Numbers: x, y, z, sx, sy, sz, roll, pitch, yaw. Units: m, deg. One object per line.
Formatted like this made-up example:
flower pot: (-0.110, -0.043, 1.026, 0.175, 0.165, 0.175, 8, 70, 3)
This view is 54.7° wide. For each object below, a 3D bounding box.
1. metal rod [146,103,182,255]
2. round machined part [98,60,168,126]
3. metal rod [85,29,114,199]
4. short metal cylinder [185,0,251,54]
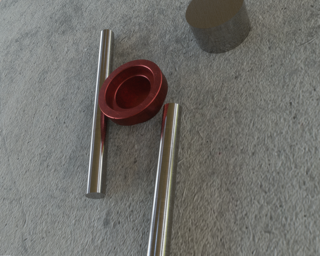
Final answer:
metal rod: (0.001, 0.104, 0.338, 0.025, 0.025, 0.299, -7, 58, 24)
round machined part: (-0.034, -0.045, 0.437, 0.098, 0.042, 0.098, -13, 56, 20)
metal rod: (-0.088, -0.040, 0.472, 0.025, 0.025, 0.299, -15, 55, 19)
short metal cylinder: (0.083, -0.153, 0.438, 0.080, 0.050, 0.080, -13, 56, 20)
